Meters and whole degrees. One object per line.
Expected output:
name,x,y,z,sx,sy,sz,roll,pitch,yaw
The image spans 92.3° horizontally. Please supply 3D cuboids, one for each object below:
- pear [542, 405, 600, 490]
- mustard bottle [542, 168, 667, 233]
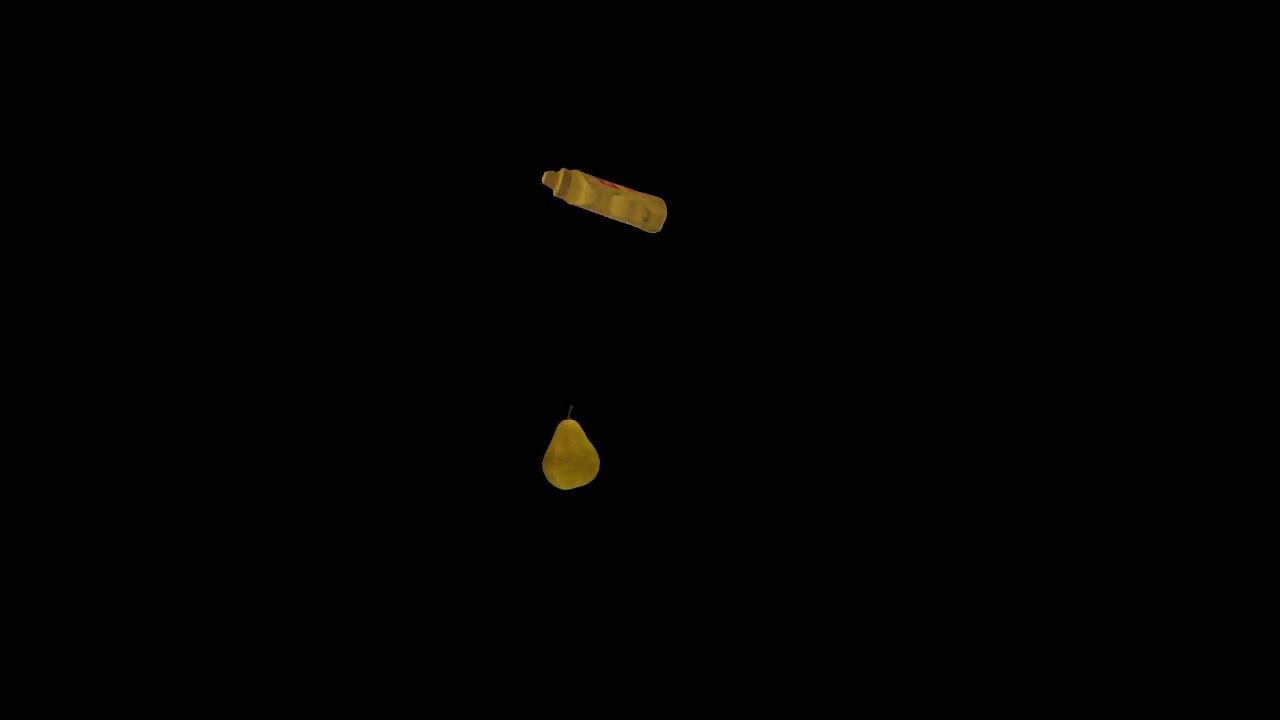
pear,-0.101,0.122,0.857,0.080,0.111,0.080,-13,4,1
mustard bottle,-0.056,-0.240,0.907,0.184,0.054,0.092,14,27,-21
